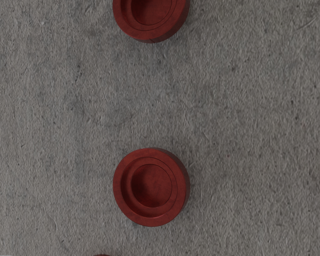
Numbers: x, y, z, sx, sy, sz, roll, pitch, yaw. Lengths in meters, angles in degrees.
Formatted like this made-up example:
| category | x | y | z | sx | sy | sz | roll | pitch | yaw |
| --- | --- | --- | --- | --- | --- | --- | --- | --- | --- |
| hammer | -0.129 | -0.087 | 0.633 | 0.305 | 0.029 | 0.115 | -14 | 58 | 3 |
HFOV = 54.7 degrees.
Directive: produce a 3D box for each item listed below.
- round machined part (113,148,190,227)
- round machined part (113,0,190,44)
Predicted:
| category | x | y | z | sx | sy | sz | roll | pitch | yaw |
| --- | --- | --- | --- | --- | --- | --- | --- | --- | --- |
| round machined part | -0.008 | 0.074 | 0.403 | 0.098 | 0.042 | 0.097 | 0 | 90 | 20 |
| round machined part | -0.008 | -0.158 | 0.403 | 0.098 | 0.042 | 0.097 | 0 | 90 | 20 |
